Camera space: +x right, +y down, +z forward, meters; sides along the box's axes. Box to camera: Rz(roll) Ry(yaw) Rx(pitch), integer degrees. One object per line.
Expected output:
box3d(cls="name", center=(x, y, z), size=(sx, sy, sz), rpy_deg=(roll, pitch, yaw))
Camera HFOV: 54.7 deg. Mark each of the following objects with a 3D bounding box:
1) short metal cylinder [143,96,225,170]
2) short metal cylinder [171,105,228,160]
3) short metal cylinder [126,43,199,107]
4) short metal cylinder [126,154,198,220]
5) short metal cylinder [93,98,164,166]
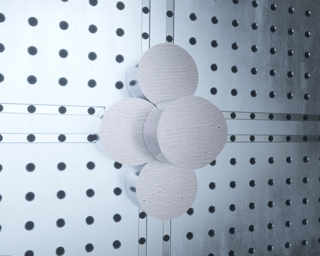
box3d(cls="short metal cylinder", center=(0.026, 0.005, 0.355), size=(0.081, 0.050, 0.079), rpy_deg=(0, 90, -20))
box3d(cls="short metal cylinder", center=(0.042, 0.005, 0.414), size=(0.081, 0.050, 0.079), rpy_deg=(0, 90, -20))
box3d(cls="short metal cylinder", center=(0.002, -0.064, 0.400), size=(0.081, 0.050, 0.079), rpy_deg=(0, 90, -21))
box3d(cls="short metal cylinder", center=(0.001, 0.072, 0.399), size=(0.081, 0.050, 0.080), rpy_deg=(1, 88, -20))
box3d(cls="short metal cylinder", center=(-0.039, 0.004, 0.385), size=(0.081, 0.050, 0.079), rpy_deg=(0, 90, -20))
